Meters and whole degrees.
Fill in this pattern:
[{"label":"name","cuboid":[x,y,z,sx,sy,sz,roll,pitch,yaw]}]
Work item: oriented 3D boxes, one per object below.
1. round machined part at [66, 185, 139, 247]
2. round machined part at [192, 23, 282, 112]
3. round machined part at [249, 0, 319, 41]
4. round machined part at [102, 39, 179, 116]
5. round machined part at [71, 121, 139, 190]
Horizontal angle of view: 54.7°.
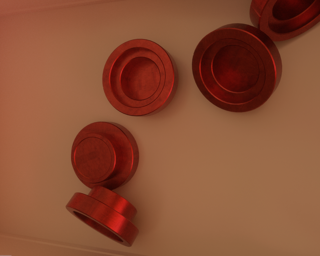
[{"label":"round machined part","cuboid":[-0.069,0.111,0.406,0.098,0.098,0.042,22,62,18]},{"label":"round machined part","cuboid":[0.090,-0.070,0.354,0.098,0.042,0.097,21,130,28]},{"label":"round machined part","cuboid":[0.139,-0.143,0.326,0.098,0.098,0.042,-32,60,17]},{"label":"round machined part","cuboid":[-0.022,-0.063,0.409,0.098,0.042,0.097,0,90,19]},{"label":"round machined part","cuboid":[-0.083,0.040,0.429,0.098,0.042,0.097,0,90,19]}]
